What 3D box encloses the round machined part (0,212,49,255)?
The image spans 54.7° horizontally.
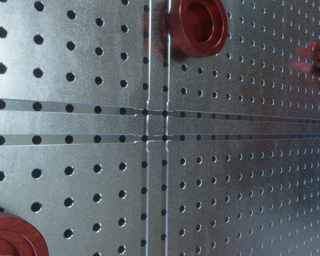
[{"bbox_3d":[-0.154,0.122,0.271,0.099,0.042,0.097,0,90,-40],"label":"round machined part"}]

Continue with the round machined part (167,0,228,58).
[{"bbox_3d":[0.049,-0.148,0.441,0.099,0.042,0.097,0,90,-40],"label":"round machined part"}]

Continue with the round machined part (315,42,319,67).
[{"bbox_3d":[0.421,-0.175,0.730,0.099,0.042,0.098,3,76,-14],"label":"round machined part"}]
